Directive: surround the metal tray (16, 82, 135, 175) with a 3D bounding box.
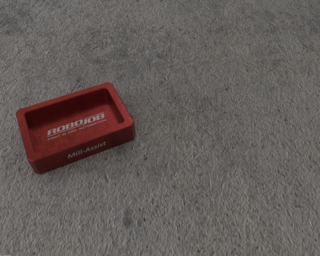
[{"bbox_3d":[-0.108,-0.004,0.403,0.131,0.030,0.090,-20,53,-17],"label":"metal tray"}]
